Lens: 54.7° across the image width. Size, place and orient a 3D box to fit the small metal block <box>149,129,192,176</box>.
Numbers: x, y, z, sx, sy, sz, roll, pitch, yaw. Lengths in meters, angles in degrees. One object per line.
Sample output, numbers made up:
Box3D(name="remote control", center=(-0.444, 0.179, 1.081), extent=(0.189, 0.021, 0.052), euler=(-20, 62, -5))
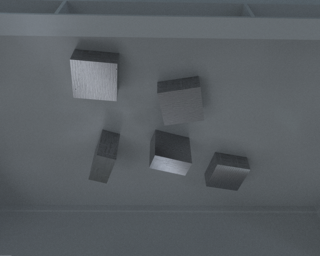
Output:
Box3D(name="small metal block", center=(0.014, 0.033, 0.421), extent=(0.050, 0.050, 0.025), euler=(14, 129, -12))

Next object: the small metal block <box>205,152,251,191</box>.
Box3D(name="small metal block", center=(0.100, 0.066, 0.466), extent=(0.050, 0.025, 0.050), euler=(10, 130, -9))

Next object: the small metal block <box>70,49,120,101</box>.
Box3D(name="small metal block", center=(-0.074, -0.060, 0.357), extent=(0.050, 0.025, 0.050), euler=(4, 130, -4))

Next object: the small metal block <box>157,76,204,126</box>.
Box3D(name="small metal block", center=(0.026, -0.033, 0.381), extent=(0.050, 0.025, 0.050), euler=(-8, 130, 6))

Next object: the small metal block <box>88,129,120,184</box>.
Box3D(name="small metal block", center=(-0.076, 0.039, 0.425), extent=(0.025, 0.050, 0.050), euler=(16, 128, -13))
